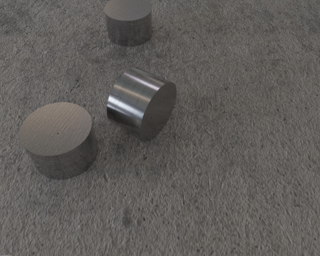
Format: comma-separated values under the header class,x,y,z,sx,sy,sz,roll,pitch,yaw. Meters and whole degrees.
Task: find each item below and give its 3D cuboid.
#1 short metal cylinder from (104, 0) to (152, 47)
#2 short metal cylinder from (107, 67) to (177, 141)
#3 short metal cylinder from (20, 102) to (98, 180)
class,x,y,z,sx,sy,sz,roll,pitch,yaw
short metal cylinder,-0.054,-0.188,0.544,0.080,0.050,0.080,0,50,0
short metal cylinder,-0.022,-0.030,0.393,0.050,0.080,0.080,27,55,21
short metal cylinder,-0.119,0.015,0.374,0.080,0.050,0.080,0,50,0
